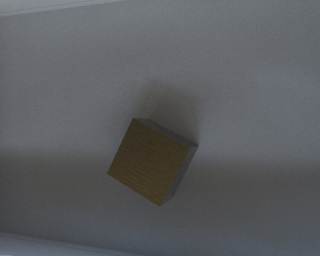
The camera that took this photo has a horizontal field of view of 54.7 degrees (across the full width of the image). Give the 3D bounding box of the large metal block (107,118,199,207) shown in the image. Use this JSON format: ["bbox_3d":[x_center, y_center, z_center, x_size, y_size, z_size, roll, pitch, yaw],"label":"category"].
[{"bbox_3d":[-0.008,0.041,0.399,0.080,0.050,0.080,28,99,17],"label":"large metal block"}]
